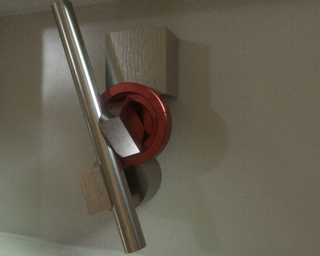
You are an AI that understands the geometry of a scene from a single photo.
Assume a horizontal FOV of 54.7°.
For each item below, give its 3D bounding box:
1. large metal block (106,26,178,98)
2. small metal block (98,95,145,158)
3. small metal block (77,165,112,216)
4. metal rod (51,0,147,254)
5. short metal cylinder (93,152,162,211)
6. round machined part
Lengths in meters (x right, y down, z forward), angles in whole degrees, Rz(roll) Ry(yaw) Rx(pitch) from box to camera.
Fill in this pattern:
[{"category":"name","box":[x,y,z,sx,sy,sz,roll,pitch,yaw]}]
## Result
[{"category":"large metal block","box":[-0.022,-0.080,0.401,0.080,0.050,0.079,0,90,19]},{"category":"small metal block","box":[-0.043,-0.002,0.359,0.025,0.050,0.050,-19,119,15]},{"category":"small metal block","box":[-0.078,0.073,0.366,0.025,0.050,0.050,-16,83,-14]},{"category":"metal rod","box":[-0.073,-0.007,0.359,0.025,0.025,0.299,-20,84,18]},{"category":"short metal cylinder","box":[-0.044,0.066,0.411,0.080,0.050,0.079,0,90,19]},{"category":"round machined part","box":[-0.032,-0.005,0.379,0.098,0.042,0.097,0,90,19]}]
